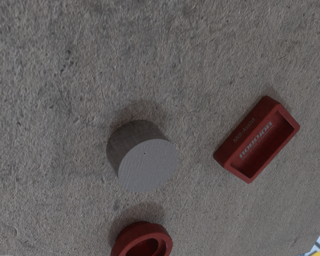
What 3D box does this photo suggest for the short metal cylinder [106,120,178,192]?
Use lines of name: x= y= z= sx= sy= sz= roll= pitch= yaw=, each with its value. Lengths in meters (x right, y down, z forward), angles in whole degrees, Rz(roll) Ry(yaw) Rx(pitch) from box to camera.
short metal cylinder: x=-0.024 y=0.036 z=0.401 sx=0.081 sy=0.050 sz=0.079 roll=-14 pitch=125 yaw=-21

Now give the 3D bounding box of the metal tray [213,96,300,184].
metal tray: x=0.159 y=0.022 z=0.507 sx=0.090 sy=0.030 sz=0.130 roll=34 pitch=99 yaw=-39

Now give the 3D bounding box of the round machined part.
round machined part: x=-0.033 y=0.189 z=0.497 sx=0.099 sy=0.042 sz=0.097 roll=-14 pitch=125 yaw=-21
